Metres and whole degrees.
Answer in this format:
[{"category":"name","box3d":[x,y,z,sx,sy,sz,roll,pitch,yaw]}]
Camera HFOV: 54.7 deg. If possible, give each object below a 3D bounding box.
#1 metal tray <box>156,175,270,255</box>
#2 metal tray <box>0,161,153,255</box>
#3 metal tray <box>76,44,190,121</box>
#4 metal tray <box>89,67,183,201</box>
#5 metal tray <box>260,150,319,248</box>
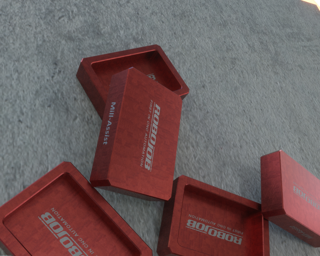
[{"category":"metal tray","box3d":[0.067,0.119,0.365,0.131,0.030,0.090,22,53,-15]},{"category":"metal tray","box3d":[-0.082,0.107,0.292,0.130,0.030,0.091,46,51,4]},{"category":"metal tray","box3d":[-0.034,-0.061,0.421,0.131,0.030,0.090,-22,74,-36]},{"category":"metal tray","box3d":[-0.021,0.009,0.346,0.090,0.030,0.130,27,63,-41]},{"category":"metal tray","box3d":[0.189,0.098,0.423,0.130,0.030,0.090,33,50,-27]}]
